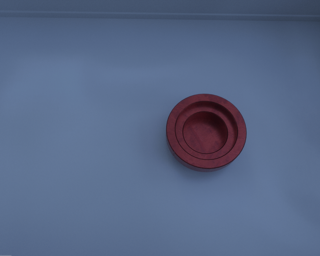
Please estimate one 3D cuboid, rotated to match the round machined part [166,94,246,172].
[{"bbox_3d":[0.057,0.009,0.398,0.099,0.042,0.098,0,70,0],"label":"round machined part"}]
